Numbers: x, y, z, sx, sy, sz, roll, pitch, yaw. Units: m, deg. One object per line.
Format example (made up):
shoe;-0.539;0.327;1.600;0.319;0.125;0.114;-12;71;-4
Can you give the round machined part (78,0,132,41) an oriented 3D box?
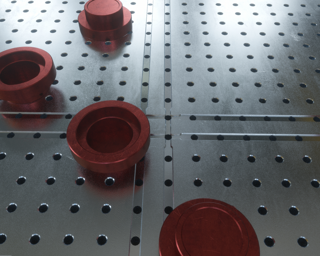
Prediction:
round machined part;-0.101;-0.206;0.568;0.099;0.042;0.098;1;50;0

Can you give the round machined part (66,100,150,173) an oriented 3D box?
round machined part;-0.061;0.014;0.384;0.099;0.042;0.098;0;50;0

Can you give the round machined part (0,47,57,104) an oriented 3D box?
round machined part;-0.203;-0.074;0.456;0.099;0.042;0.098;0;50;0

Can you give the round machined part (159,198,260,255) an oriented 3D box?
round machined part;0.048;0.113;0.303;0.099;0.042;0.098;0;50;0
